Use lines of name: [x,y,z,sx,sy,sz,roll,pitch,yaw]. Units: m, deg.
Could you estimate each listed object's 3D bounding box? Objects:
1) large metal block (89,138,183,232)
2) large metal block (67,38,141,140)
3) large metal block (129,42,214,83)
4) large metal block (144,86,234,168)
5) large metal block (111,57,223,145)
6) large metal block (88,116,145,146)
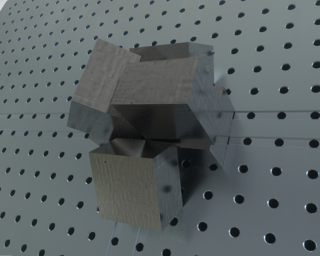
large metal block: [-0.025,0.059,0.344,0.080,0.050,0.080,2,107,29]
large metal block: [-0.067,-0.041,0.359,0.080,0.050,0.080,136,152,-63]
large metal block: [0.018,-0.080,0.404,0.080,0.080,0.050,2,101,29]
large metal block: [0.037,-0.002,0.374,0.080,0.050,0.080,3,63,29]
large metal block: [0.011,-0.024,0.319,0.080,0.080,0.050,2,63,29]
large metal block: [-0.036,-0.006,0.416,0.080,0.050,0.080,7,65,31]
